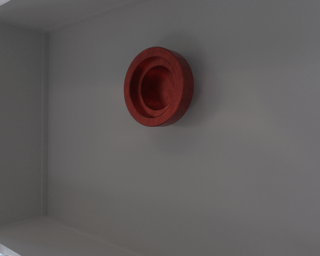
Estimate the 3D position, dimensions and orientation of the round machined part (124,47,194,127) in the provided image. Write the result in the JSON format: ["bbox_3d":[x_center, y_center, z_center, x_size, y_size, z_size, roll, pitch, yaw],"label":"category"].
[{"bbox_3d":[0.003,-0.050,0.394,0.098,0.042,0.097,0,90,40],"label":"round machined part"}]
